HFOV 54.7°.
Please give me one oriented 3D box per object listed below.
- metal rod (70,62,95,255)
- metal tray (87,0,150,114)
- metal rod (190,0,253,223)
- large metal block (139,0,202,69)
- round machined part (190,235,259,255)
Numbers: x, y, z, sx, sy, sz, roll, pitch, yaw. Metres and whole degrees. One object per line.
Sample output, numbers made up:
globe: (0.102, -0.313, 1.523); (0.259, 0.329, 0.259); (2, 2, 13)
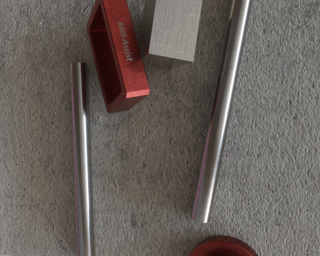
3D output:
metal rod: (-0.111, 0.057, 0.446); (0.025, 0.025, 0.298); (-3, 89, 19)
metal tray: (-0.057, -0.091, 0.395); (0.030, 0.090, 0.129); (-12, 85, -25)
metal rod: (0.077, -0.032, 0.381); (0.025, 0.025, 0.298); (11, 94, 19)
large metal block: (0.009, -0.118, 0.368); (0.050, 0.080, 0.079); (7, 93, -14)
round machined part: (0.077, 0.185, 0.373); (0.098, 0.042, 0.097); (0, 90, 19)
